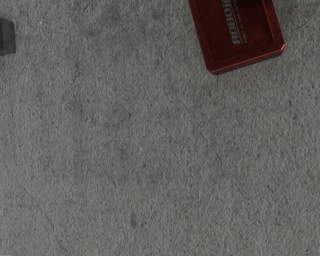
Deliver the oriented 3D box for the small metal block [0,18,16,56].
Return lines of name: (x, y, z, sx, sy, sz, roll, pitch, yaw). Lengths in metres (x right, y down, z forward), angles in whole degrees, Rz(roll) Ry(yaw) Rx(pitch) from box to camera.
small metal block: (-0.263, -0.145, 0.500, 0.050, 0.025, 0.050, -5, 88, 19)

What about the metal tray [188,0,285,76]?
metal tray: (0.087, -0.139, 0.375, 0.090, 0.030, 0.129, -16, 85, 19)
